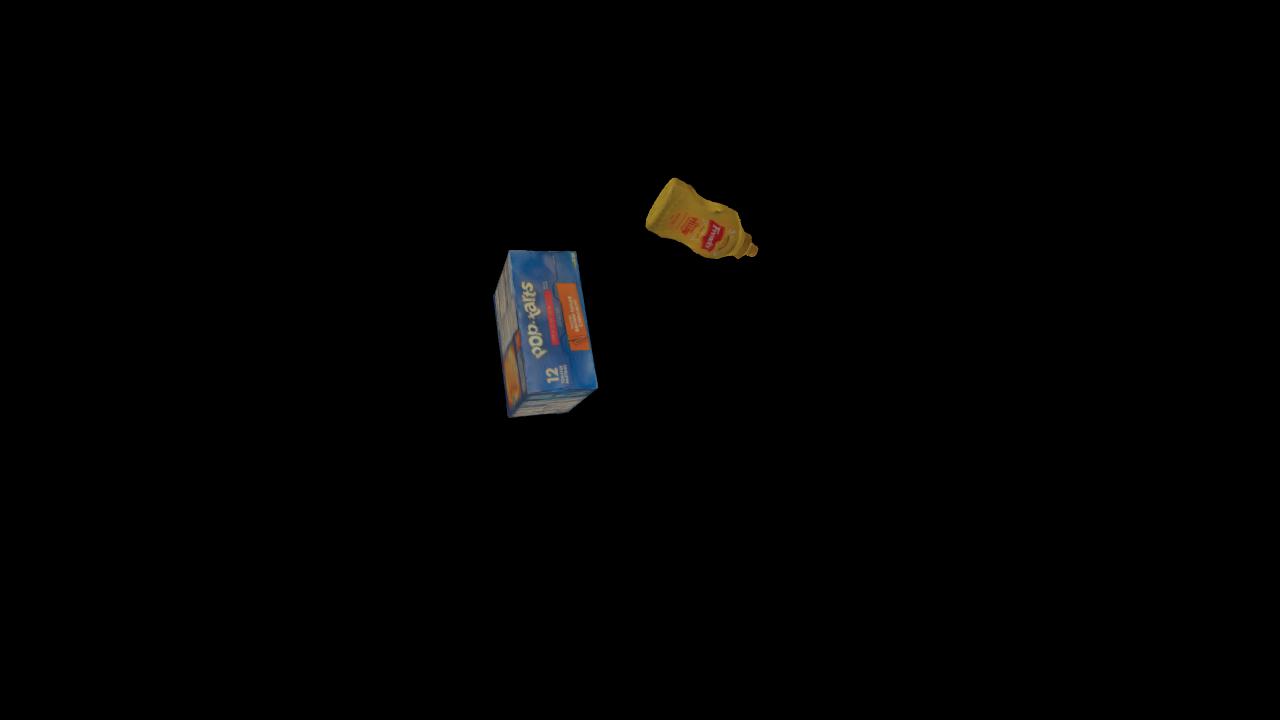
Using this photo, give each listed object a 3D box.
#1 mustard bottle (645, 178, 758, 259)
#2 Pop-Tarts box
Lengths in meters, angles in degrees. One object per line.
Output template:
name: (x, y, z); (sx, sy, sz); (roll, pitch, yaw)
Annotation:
mustard bottle: (0.108, -0.207, 0.968); (0.184, 0.092, 0.054); (23, 34, -19)
Pop-Tarts box: (-0.118, -0.027, 0.738); (0.083, 0.167, 0.141); (-5, -14, -22)
